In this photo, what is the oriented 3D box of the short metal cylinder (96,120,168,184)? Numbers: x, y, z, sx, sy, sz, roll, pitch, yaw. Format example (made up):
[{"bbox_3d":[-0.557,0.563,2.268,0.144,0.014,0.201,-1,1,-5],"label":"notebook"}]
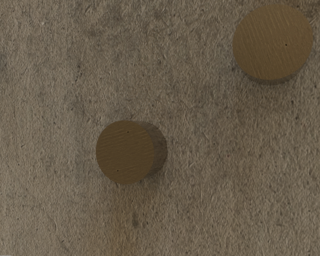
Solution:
[{"bbox_3d":[-0.036,0.030,0.408,0.080,0.050,0.080,0,90,20],"label":"short metal cylinder"}]

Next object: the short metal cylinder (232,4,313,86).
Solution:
[{"bbox_3d":[0.126,-0.091,0.351,0.080,0.050,0.080,0,90,20],"label":"short metal cylinder"}]
